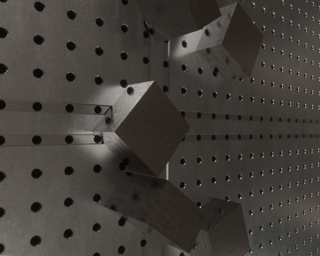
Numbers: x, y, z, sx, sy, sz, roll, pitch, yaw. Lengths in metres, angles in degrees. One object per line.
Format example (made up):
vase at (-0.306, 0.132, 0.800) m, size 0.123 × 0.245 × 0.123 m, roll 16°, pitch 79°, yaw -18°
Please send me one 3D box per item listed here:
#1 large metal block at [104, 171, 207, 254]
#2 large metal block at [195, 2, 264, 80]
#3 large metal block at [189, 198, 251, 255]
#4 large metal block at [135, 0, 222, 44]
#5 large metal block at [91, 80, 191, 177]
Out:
large metal block at (-0.005, 0.099, 0.371) m, size 0.080 × 0.080 × 0.050 m, roll 45°, pitch 63°, yaw -31°
large metal block at (0.112, -0.134, 0.489) m, size 0.080 × 0.050 × 0.080 m, roll 35°, pitch 68°, yaw -35°
large metal block at (0.086, 0.164, 0.468) m, size 0.081 × 0.050 × 0.080 m, roll -24°, pitch 105°, yaw -38°
large metal block at (0.019, -0.161, 0.391) m, size 0.050 × 0.080 × 0.080 m, roll -40°, pitch 115°, yaw -33°
large metal block at (-0.020, 0.001, 0.378) m, size 0.080 × 0.050 × 0.080 m, roll 50°, pitch 61°, yaw -29°
